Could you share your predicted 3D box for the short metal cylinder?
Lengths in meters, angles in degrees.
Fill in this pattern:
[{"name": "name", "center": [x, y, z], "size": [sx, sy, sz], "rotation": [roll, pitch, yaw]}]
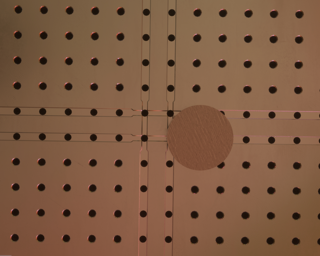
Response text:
[{"name": "short metal cylinder", "center": [0.049, 0.012, 0.401], "size": [0.080, 0.050, 0.080], "rotation": [0, 90, 0]}]
